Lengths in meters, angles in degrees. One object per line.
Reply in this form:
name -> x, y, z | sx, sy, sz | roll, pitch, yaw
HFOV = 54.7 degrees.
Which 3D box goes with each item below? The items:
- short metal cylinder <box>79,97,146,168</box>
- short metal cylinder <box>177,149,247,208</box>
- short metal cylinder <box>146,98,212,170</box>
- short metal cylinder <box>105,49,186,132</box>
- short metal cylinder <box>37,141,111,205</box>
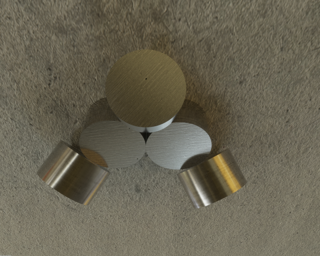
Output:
short metal cylinder -> -0.058, 0.006, 0.396 | 0.081, 0.050, 0.079 | 0, 130, 0
short metal cylinder -> 0.070, 0.068, 0.423 | 0.080, 0.080, 0.050 | -30, 83, 23
short metal cylinder -> 0.023, 0.008, 0.399 | 0.081, 0.050, 0.079 | 0, 130, 0
short metal cylinder -> -0.015, -0.037, 0.333 | 0.081, 0.080, 0.050 | 1, 173, -1
short metal cylinder -> -0.113, 0.059, 0.413 | 0.080, 0.080, 0.050 | 39, 80, -28
